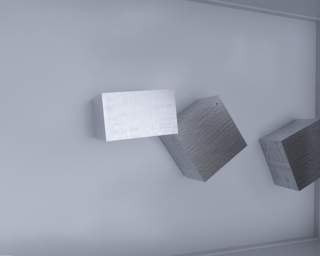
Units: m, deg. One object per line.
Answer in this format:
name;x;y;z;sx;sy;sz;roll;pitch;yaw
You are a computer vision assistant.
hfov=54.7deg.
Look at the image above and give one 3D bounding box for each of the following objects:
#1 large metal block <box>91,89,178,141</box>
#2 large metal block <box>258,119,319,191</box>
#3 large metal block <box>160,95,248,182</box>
large metal block;-0.033;-0.015;0.369;0.081;0.080;0.050;-6;92;-20
large metal block;0.211;0.038;0.475;0.081;0.050;0.080;-25;99;-18
large metal block;0.056;0.013;0.415;0.080;0.050;0.080;-36;102;-20
